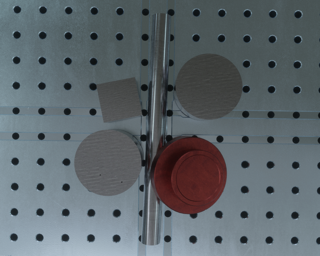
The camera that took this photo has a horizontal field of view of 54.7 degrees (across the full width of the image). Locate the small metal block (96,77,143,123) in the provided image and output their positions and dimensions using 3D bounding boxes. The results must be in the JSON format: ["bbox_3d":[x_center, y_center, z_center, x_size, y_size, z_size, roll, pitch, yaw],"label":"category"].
[{"bbox_3d":[-0.052,-0.036,0.409,0.050,0.025,0.050,-11,90,0],"label":"small metal block"}]

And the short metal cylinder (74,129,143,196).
[{"bbox_3d":[-0.062,0.042,0.396,0.081,0.050,0.079,0,90,0],"label":"short metal cylinder"}]

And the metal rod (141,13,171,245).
[{"bbox_3d":[-0.005,0.002,0.409,0.025,0.025,0.298,3,90,0],"label":"metal rod"}]

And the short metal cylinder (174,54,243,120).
[{"bbox_3d":[0.059,-0.050,0.397,0.081,0.050,0.079,0,90,0],"label":"short metal cylinder"}]

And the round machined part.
[{"bbox_3d":[0.041,0.060,0.389,0.099,0.042,0.097,0,90,-16],"label":"round machined part"}]
